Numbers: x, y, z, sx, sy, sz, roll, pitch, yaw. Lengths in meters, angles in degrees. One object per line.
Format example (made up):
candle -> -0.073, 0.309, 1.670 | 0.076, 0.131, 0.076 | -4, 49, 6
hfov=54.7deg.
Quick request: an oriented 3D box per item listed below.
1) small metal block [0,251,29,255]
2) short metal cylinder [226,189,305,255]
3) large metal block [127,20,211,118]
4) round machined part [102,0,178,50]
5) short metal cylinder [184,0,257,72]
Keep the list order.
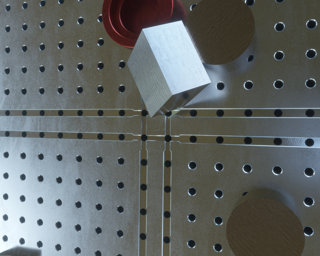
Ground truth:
small metal block -> -0.240, 0.230, 0.495 | 0.050, 0.025, 0.050 | 1, 91, 19
short metal cylinder -> 0.121, 0.115, 0.357 | 0.080, 0.050, 0.079 | 0, 90, 19
large metal block -> 0.007, -0.068, 0.373 | 0.050, 0.080, 0.080 | -20, 81, -23
round machined part -> -0.024, -0.150, 0.411 | 0.098, 0.042, 0.097 | 0, 90, 19
short metal cylinder -> 0.074, -0.111, 0.373 | 0.080, 0.050, 0.079 | 0, 90, 20
